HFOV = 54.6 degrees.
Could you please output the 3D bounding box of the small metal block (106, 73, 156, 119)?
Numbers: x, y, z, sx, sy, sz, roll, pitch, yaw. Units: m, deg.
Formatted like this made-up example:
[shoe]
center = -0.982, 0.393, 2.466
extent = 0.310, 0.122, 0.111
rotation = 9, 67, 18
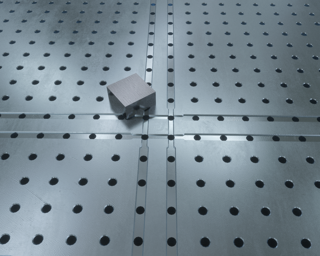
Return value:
[small metal block]
center = -0.041, -0.047, 0.447
extent = 0.050, 0.025, 0.050
rotation = -29, 56, -22
